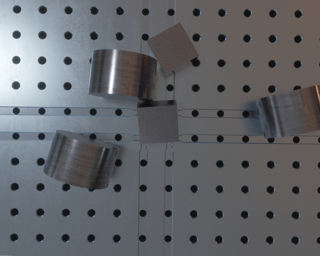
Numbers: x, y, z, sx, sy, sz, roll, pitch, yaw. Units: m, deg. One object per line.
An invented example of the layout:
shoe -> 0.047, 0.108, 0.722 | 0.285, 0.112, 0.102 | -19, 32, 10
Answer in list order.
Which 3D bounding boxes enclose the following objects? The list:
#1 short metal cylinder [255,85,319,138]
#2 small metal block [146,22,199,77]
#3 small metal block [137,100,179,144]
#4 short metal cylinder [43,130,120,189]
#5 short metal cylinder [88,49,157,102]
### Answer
short metal cylinder -> 0.165, -0.020, 0.387 | 0.080, 0.080, 0.050 | -13, 90, 0
small metal block -> 0.016, -0.103, 0.413 | 0.050, 0.025, 0.050 | -29, 90, 0
small metal block -> -0.002, -0.008, 0.405 | 0.050, 0.025, 0.050 | -4, 111, -1
short metal cylinder -> -0.096, 0.038, 0.385 | 0.080, 0.080, 0.050 | 18, 90, 0
short metal cylinder -> -0.046, -0.063, 0.385 | 0.080, 0.080, 0.050 | 6, 90, 0
